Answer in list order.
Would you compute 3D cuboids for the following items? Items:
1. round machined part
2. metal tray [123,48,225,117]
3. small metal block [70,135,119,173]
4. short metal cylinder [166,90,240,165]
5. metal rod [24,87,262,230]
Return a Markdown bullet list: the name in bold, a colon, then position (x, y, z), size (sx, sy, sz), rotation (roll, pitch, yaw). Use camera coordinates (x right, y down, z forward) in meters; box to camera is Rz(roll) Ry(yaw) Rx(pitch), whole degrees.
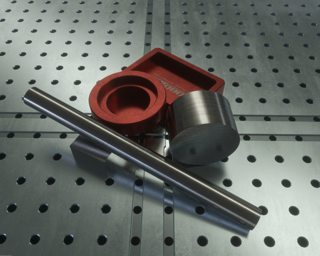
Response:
- **round machined part**: position (-0.041, -0.028, 0.409), size (0.099, 0.042, 0.098), rotation (-1, 50, 1)
- **metal tray**: position (0.017, -0.063, 0.457), size (0.130, 0.030, 0.090), rotation (32, 56, 24)
- **small metal block**: position (-0.075, 0.022, 0.389), size (0.050, 0.025, 0.050), rotation (22, 53, 17)
- **short metal cylinder**: position (0.049, 0.001, 0.370), size (0.081, 0.080, 0.050), rotation (-3, 50, -3)
- **metal rod**: position (-0.028, 0.029, 0.356), size (0.301, 0.025, 0.025), rotation (28, 55, 10)
